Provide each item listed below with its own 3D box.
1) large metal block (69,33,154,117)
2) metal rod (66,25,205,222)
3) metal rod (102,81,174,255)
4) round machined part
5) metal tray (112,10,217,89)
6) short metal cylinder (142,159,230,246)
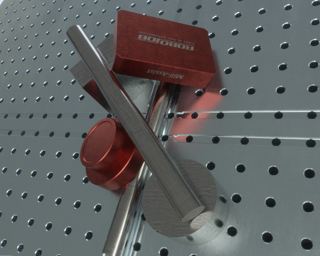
[{"bbox_3d":[-0.069,-0.075,0.454,0.080,0.080,0.050,-41,51,0],"label":"large metal block"},{"bbox_3d":[-0.044,-0.027,0.356,0.025,0.025,0.300,-37,59,3],"label":"metal rod"},{"bbox_3d":[-0.014,0.012,0.407,0.025,0.025,0.300,3,63,29],"label":"metal rod"},{"bbox_3d":[-0.063,0.026,0.393,0.098,0.042,0.098,-27,45,31],"label":"round machined part"},{"bbox_3d":[0.005,-0.105,0.415,0.131,0.030,0.090,7,55,-16],"label":"metal tray"},{"bbox_3d":[0.028,0.079,0.329,0.080,0.050,0.080,-13,56,20],"label":"short metal cylinder"}]
